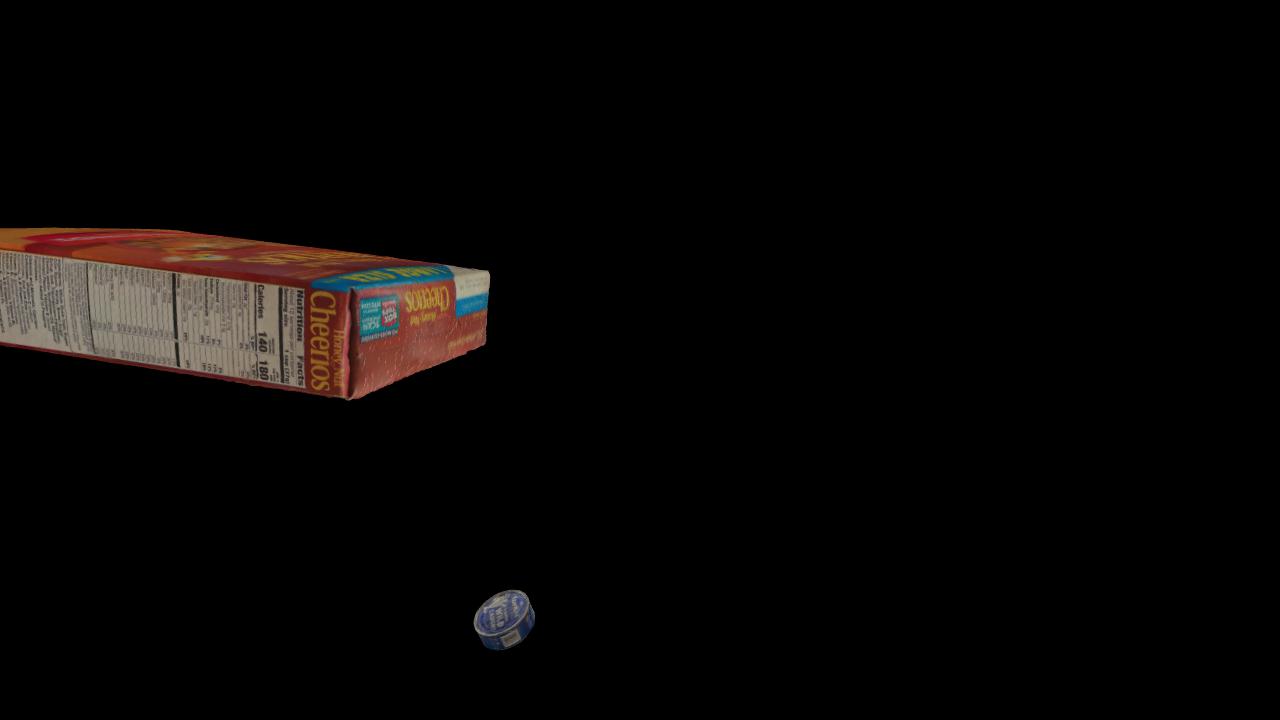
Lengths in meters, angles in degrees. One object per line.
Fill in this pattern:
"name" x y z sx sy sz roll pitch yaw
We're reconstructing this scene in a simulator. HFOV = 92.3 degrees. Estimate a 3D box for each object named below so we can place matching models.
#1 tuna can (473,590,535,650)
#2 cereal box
"tuna can" -0.197 0.379 0.898 0.084 0.034 0.084 -15 23 6
"cereal box" -0.294 -0.048 0.467 0.306 0.081 0.203 7 12 8
